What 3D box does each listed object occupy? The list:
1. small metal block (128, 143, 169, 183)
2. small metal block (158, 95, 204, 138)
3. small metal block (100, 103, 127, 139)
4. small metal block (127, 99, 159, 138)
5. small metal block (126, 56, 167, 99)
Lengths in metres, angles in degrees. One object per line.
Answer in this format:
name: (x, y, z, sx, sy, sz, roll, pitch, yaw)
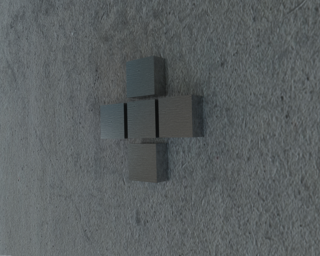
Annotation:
small metal block: (-0.016, 0.046, 0.418, 0.050, 0.025, 0.050, -3, 88, 39)
small metal block: (0.026, -0.013, 0.384, 0.050, 0.025, 0.050, -2, 89, 39)
small metal block: (-0.061, -0.009, 0.455, 0.050, 0.025, 0.050, -2, 89, 39)
small metal block: (-0.017, -0.011, 0.419, 0.050, 0.025, 0.050, -2, 89, 39)
small metal block: (-0.019, -0.067, 0.420, 0.050, 0.025, 0.050, -2, 89, 39)
